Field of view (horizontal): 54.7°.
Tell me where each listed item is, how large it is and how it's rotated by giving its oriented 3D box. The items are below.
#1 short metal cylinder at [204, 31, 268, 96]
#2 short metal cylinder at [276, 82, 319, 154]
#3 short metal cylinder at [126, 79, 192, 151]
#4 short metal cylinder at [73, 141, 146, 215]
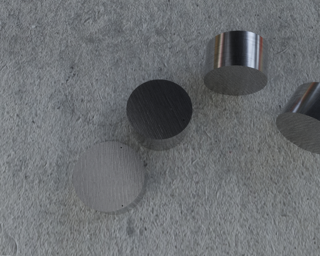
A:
[{"bbox_3d":[0.100,-0.083,0.410,0.080,0.080,0.050,7,70,2],"label":"short metal cylinder"},{"bbox_3d":[0.194,-0.011,0.384,0.080,0.080,0.050,35,74,12],"label":"short metal cylinder"},{"bbox_3d":[-0.001,-0.016,0.400,0.081,0.050,0.080,0,70,0],"label":"short metal cylinder"},{"bbox_3d":[-0.057,0.062,0.372,0.081,0.050,0.080,0,70,0],"label":"short metal cylinder"}]
